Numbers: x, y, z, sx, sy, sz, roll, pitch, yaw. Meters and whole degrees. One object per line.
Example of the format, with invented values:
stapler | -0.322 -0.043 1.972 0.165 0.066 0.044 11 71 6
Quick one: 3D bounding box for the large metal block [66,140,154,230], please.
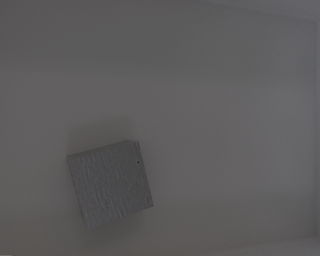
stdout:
large metal block | -0.061 0.064 0.375 0.081 0.050 0.080 -15 95 -19
